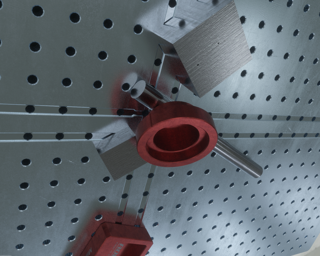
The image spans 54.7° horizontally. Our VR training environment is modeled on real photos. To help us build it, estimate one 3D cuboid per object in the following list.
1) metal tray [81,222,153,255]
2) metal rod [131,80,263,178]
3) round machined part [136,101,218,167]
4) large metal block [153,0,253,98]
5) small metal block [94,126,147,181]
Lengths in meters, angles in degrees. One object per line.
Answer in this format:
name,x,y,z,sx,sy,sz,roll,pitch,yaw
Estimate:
metal tray,-0.082,0.215,0.497,0.090,0.030,0.129,23,106,-37
metal rod,0.074,0.016,0.463,0.301,0.025,0.025,32,100,-39
round machined part,0.019,0.004,0.385,0.099,0.042,0.097,-6,140,-4
large metal block,0.052,-0.097,0.365,0.080,0.050,0.080,-37,130,-4
small metal block,-0.050,0.034,0.406,0.050,0.025,0.050,-29,129,-11
